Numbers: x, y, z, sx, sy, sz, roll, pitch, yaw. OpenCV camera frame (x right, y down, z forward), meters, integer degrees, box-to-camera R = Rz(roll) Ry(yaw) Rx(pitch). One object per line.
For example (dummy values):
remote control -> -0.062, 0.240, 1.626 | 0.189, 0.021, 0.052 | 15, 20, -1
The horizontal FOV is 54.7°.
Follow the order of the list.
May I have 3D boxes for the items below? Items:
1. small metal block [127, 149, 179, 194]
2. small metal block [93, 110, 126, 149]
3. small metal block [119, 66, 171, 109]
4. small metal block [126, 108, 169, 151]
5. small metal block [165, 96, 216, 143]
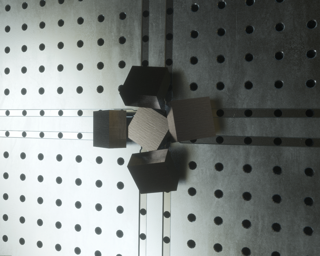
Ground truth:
small metal block -> -0.008, 0.057, 0.401 | 0.050, 0.025, 0.050 | -10, 123, 19
small metal block -> -0.069, 0.001, 0.423 | 0.050, 0.025, 0.050 | 0, 90, 54
small metal block -> -0.018, -0.054, 0.405 | 0.050, 0.025, 0.050 | 7, 56, 20
small metal block -> -0.012, 0.001, 0.415 | 0.050, 0.025, 0.050 | 33, 100, 16
small metal block -> 0.038, -0.010, 0.386 | 0.050, 0.025, 0.050 | -8, 86, -16
